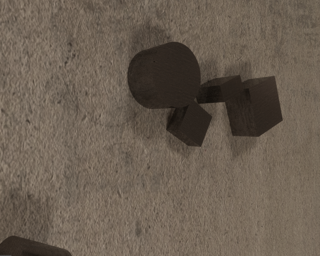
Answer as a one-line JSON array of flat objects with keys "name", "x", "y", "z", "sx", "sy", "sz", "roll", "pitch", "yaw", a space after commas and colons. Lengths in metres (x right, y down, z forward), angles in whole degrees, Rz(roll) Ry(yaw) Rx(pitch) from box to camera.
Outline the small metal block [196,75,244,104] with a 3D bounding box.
[{"name": "small metal block", "x": 0.088, "y": -0.058, "z": 0.465, "sx": 0.050, "sy": 0.050, "sz": 0.025, "roll": -29, "pitch": 109, "yaw": -36}]

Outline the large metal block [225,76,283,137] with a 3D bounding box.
[{"name": "large metal block", "x": 0.159, "y": -0.037, "z": 0.525, "sx": 0.081, "sy": 0.050, "sz": 0.080, "roll": -25, "pitch": 106, "yaw": -37}]

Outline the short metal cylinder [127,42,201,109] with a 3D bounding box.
[{"name": "short metal cylinder", "x": 0.006, "y": -0.065, "z": 0.395, "sx": 0.081, "sy": 0.050, "sz": 0.079, "roll": 0, "pitch": 90, "yaw": -40}]

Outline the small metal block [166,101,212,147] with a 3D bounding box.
[{"name": "small metal block", "x": 0.043, "y": -0.007, "z": 0.443, "sx": 0.050, "sy": 0.025, "sz": 0.050, "roll": 36, "pitch": 68, "yaw": -35}]

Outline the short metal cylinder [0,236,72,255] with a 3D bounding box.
[{"name": "short metal cylinder", "x": -0.120, "y": 0.141, "z": 0.270, "sx": 0.050, "sy": 0.080, "sz": 0.080, "roll": 35, "pitch": 69, "yaw": -35}]
